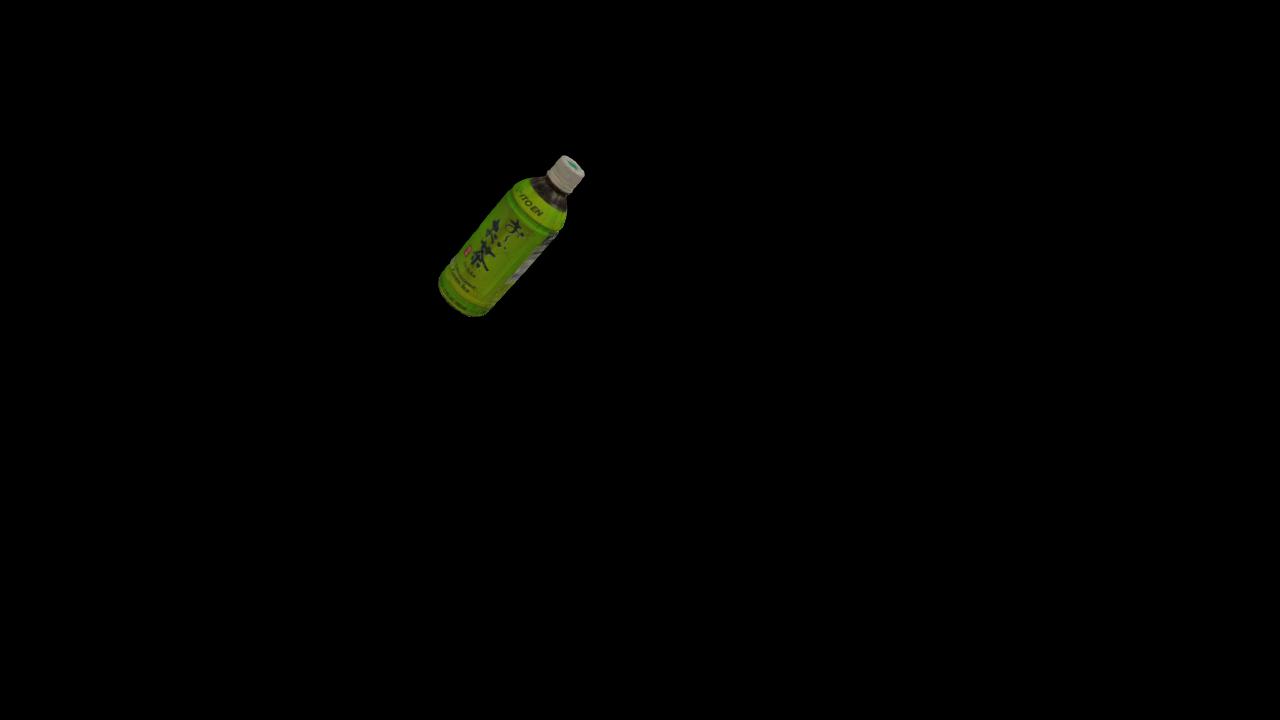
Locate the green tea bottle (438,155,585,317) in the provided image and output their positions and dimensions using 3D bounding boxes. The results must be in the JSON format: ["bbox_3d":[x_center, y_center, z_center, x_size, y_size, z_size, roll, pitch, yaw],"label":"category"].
[{"bbox_3d":[-0.138,-0.137,0.680,0.212,0.073,0.073,-41,-19,24],"label":"green tea bottle"}]
